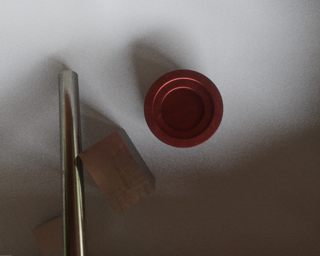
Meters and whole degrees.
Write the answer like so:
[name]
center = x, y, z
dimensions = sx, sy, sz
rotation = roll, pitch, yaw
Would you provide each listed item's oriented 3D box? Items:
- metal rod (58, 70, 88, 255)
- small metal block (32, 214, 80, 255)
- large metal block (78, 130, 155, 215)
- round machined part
[metal rod]
center = -0.098, 0.063, 0.347
dimensions = 0.025, 0.025, 0.299
rotation = -10, 64, 0
[small metal block]
center = -0.131, 0.142, 0.406
dimensions = 0.050, 0.025, 0.050
rotation = -24, 90, -10
[large metal block]
center = -0.048, 0.050, 0.383
dimensions = 0.050, 0.080, 0.080
rotation = -32, 90, 0
[round machined part]
center = 0.029, -0.024, 0.403
dimensions = 0.099, 0.042, 0.097
rotation = 0, 90, -1
